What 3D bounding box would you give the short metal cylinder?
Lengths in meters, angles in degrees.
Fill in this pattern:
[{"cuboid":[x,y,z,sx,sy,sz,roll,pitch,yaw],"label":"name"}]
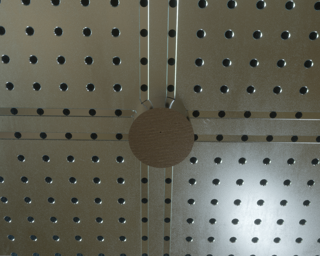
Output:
[{"cuboid":[0.002,0.005,0.402,0.080,0.050,0.079,0,110,0],"label":"short metal cylinder"}]
